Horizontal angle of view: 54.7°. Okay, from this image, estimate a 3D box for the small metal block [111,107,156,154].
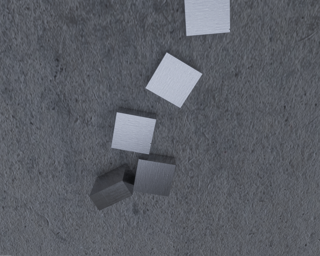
[{"bbox_3d":[-0.034,0.003,0.411,0.050,0.025,0.050,10,110,-4],"label":"small metal block"}]

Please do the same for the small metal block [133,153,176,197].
[{"bbox_3d":[-0.008,0.064,0.433,0.050,0.025,0.050,10,110,-4],"label":"small metal block"}]

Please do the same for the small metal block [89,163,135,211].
[{"bbox_3d":[-0.064,0.080,0.425,0.050,0.050,0.025,-26,108,9],"label":"small metal block"}]

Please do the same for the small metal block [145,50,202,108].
[{"bbox_3d":[0.017,-0.061,0.387,0.050,0.025,0.050,29,107,-11],"label":"small metal block"}]

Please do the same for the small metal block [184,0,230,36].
[{"bbox_3d":[0.053,-0.136,0.360,0.050,0.025,0.050,-5,110,1],"label":"small metal block"}]
